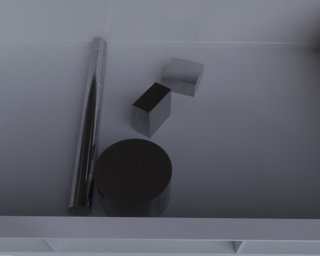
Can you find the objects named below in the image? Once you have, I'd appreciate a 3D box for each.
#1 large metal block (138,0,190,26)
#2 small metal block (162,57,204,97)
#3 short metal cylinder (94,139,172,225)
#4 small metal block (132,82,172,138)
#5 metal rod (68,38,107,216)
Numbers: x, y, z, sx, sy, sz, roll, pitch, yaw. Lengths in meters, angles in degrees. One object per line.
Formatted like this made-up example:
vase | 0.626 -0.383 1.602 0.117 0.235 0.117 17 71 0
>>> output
large metal block | 0.009 -0.217 0.555 0.080 0.050 0.080 8 25 6
small metal block | 0.035 -0.078 0.471 0.050 0.025 0.050 15 52 12
short metal cylinder | -0.028 0.058 0.340 0.081 0.050 0.080 0 50 0
small metal block | -0.010 -0.023 0.408 0.025 0.050 0.050 27 55 21
metal rod | -0.093 -0.026 0.425 0.025 0.025 0.300 -2 50 -2
